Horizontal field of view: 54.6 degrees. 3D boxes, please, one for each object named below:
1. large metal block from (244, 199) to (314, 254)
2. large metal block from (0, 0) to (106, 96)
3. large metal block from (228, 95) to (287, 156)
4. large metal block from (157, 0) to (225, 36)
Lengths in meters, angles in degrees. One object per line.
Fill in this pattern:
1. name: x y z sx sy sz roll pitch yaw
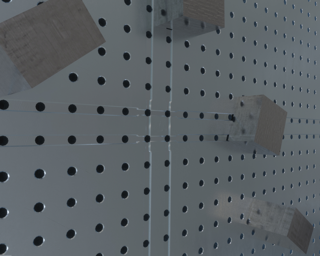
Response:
1. large metal block: 0.210 0.173 0.548 0.080 0.080 0.050 43 64 -32
2. large metal block: -0.111 -0.074 0.280 0.080 0.080 0.050 -44 117 -31
3. large metal block: 0.170 -0.003 0.533 0.080 0.050 0.080 25 75 -37
4. large metal block: 0.043 -0.180 0.427 0.081 0.050 0.080 -2 91 -40
